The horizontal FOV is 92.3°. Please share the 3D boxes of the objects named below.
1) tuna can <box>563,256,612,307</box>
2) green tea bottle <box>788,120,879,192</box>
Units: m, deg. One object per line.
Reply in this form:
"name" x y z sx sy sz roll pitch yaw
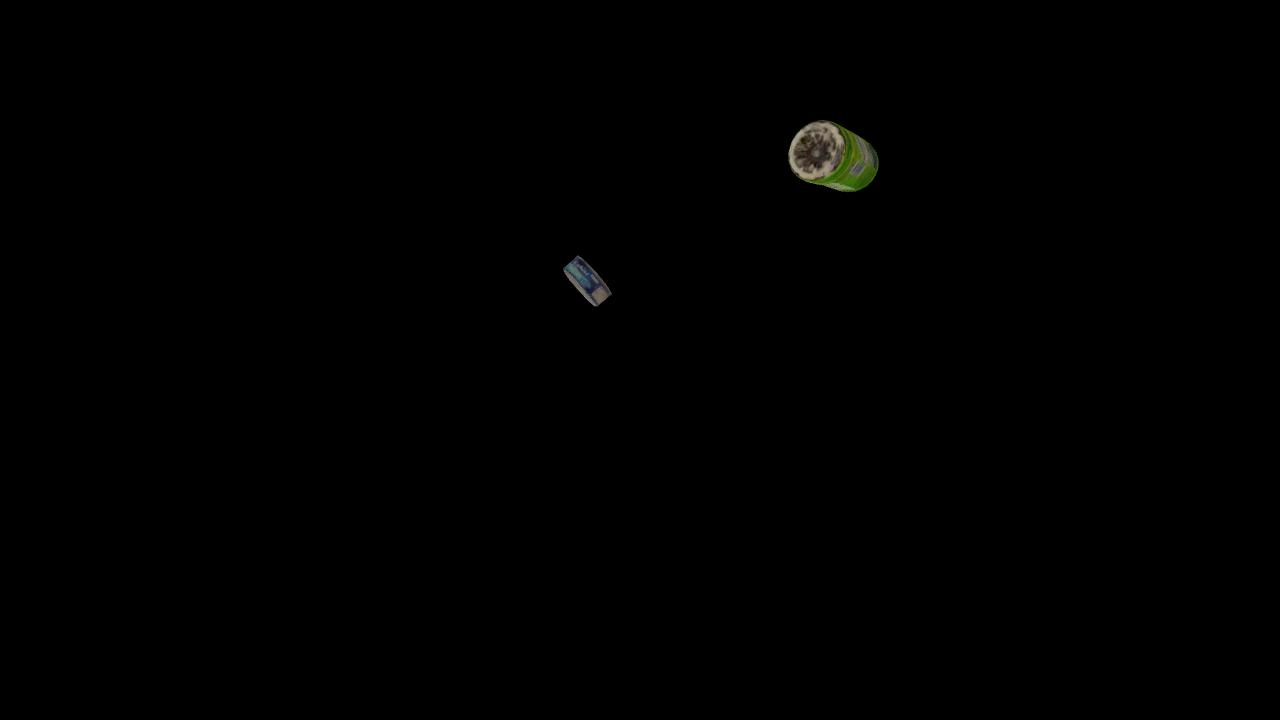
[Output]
"tuna can" -0.086 -0.127 0.997 0.034 0.084 0.084 -42 4 -5
"green tea bottle" 0.257 -0.250 0.779 0.073 0.073 0.212 0 6 36
